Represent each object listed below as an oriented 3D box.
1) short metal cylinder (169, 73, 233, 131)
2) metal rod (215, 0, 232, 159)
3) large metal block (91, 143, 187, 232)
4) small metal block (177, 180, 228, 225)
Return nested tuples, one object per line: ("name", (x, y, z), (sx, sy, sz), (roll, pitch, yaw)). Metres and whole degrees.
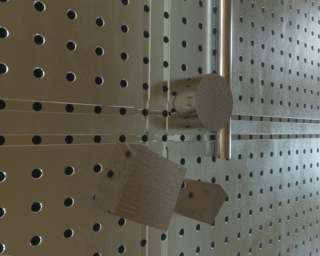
("short metal cylinder", (0.060, -0.036, 0.446), (0.081, 0.050, 0.079), (0, 90, -40))
("metal rod", (0.102, -0.101, 0.497), (0.025, 0.025, 0.298), (1, 89, -40))
("large metal block", (-0.023, 0.071, 0.376), (0.080, 0.050, 0.080), (31, 71, -36))
("small metal block", (0.061, 0.106, 0.447), (0.050, 0.050, 0.025), (-53, 121, -27))
